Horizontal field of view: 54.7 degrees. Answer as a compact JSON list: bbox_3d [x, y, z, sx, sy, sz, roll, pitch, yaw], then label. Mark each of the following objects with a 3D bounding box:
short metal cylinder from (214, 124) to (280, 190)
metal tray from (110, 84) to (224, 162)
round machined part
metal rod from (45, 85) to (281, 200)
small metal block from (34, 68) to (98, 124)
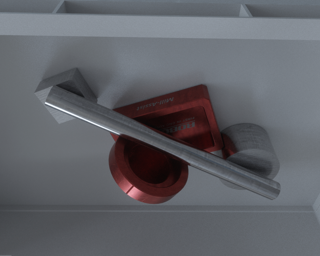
[{"bbox_3d":[0.117,0.040,0.427,0.081,0.050,0.079,0,130,0],"label":"short metal cylinder"},{"bbox_3d":[0.009,0.003,0.406,0.130,0.030,0.090,-15,129,12],"label":"metal tray"},{"bbox_3d":[-0.017,0.049,0.384,0.099,0.098,0.042,22,134,-18],"label":"round machined part"},{"bbox_3d":[0.014,0.023,0.373,0.302,0.025,0.025,24,126,-12],"label":"metal rod"},{"bbox_3d":[-0.111,-0.038,0.373,0.050,0.025,0.050,-17,128,13],"label":"small metal block"}]
